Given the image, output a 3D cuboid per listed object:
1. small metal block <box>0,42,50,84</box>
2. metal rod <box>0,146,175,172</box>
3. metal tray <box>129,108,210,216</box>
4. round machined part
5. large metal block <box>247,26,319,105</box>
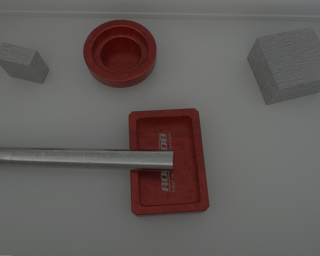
[{"bbox_3d":[-0.189,-0.088,0.426,0.050,0.050,0.025,14,71,4],"label":"small metal block"},{"bbox_3d":[-0.134,0.036,0.375,0.302,0.025,0.025,1,70,7],"label":"metal rod"},{"bbox_3d":[0.009,0.042,0.391,0.091,0.030,0.129,-3,70,-2],"label":"metal tray"},{"bbox_3d":[-0.054,-0.100,0.436,0.099,0.042,0.098,0,70,-1],"label":"round machined part"},{"bbox_3d":[0.179,-0.086,0.430,0.081,0.050,0.080,-14,71,-5],"label":"large metal block"}]
